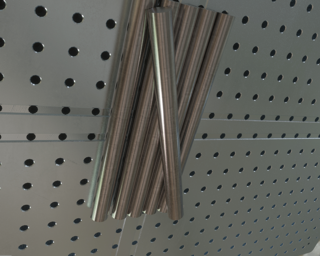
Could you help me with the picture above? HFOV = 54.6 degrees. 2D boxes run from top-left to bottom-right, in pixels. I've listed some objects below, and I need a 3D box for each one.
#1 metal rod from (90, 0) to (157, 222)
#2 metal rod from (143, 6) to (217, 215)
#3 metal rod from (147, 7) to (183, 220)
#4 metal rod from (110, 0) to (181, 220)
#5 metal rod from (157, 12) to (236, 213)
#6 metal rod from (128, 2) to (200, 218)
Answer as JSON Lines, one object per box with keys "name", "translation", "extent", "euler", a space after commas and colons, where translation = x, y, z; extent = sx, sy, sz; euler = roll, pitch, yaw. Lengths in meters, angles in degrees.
{"name": "metal rod", "translation": [-0.051, -0.007, 0.378], "extent": [0.025, 0.025, 0.298], "euler": [1, 118, -29]}
{"name": "metal rod", "translation": [0.018, -0.006, 0.418], "extent": [0.025, 0.025, 0.298], "euler": [1, 118, -29]}
{"name": "metal rod", "translation": [0.012, 0.007, 0.388], "extent": [0.025, 0.025, 0.298], "euler": [-18, 126, -18]}
{"name": "metal rod", "translation": [-0.025, -0.005, 0.392], "extent": [0.025, 0.025, 0.298], "euler": [1, 118, -29]}
{"name": "metal rod", "translation": [0.041, -0.005, 0.430], "extent": [0.025, 0.025, 0.298], "euler": [1, 118, -29]}
{"name": "metal rod", "translation": [-0.004, -0.005, 0.404], "extent": [0.025, 0.025, 0.298], "euler": [1, 118, -29]}
